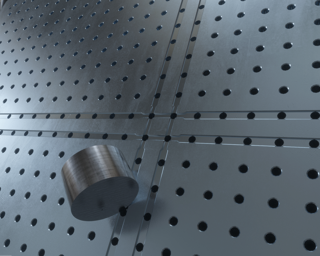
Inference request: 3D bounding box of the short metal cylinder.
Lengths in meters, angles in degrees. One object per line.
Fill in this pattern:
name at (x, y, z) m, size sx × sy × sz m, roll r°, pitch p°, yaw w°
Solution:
short metal cylinder at (-0.072, 0.066, 0.371) m, size 0.080 × 0.080 × 0.050 m, roll -36°, pitch 51°, yaw 4°
